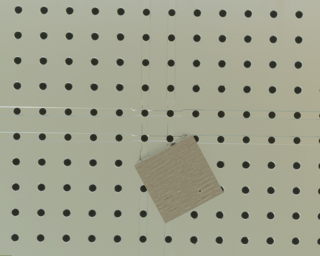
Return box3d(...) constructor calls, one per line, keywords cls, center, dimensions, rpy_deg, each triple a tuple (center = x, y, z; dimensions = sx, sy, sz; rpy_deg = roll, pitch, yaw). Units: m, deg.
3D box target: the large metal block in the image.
box3d(cls="large metal block", center=(0.023, 0.062, 0.401), dimensions=(0.080, 0.050, 0.080), rpy_deg=(-28, 90, 0))
